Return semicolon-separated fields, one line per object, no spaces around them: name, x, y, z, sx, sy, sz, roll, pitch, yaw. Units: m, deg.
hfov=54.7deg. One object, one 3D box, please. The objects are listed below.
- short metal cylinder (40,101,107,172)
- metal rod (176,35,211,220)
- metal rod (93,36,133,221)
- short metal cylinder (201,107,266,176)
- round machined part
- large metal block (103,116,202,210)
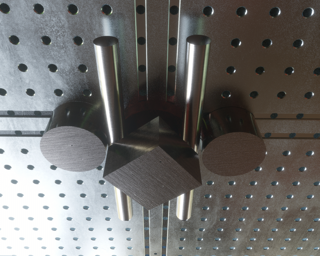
short metal cylinder;-0.108;0.012;0.404;0.081;0.050;0.079;0;130;0
metal rod;0.039;0.025;0.406;0.025;0.025;0.298;0;130;0
metal rod;-0.055;0.027;0.406;0.025;0.025;0.298;0;130;0
short metal cylinder;0.094;0.019;0.411;0.081;0.050;0.079;0;130;0
round machined part;-0.008;0.014;0.413;0.099;0.042;0.097;0;130;0
large metal block;-0.008;0.045;0.371;0.080;0.050;0.080;-31;124;23
